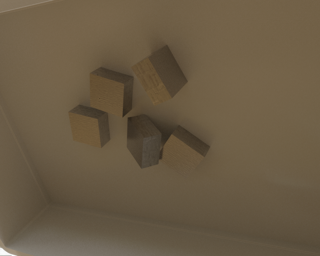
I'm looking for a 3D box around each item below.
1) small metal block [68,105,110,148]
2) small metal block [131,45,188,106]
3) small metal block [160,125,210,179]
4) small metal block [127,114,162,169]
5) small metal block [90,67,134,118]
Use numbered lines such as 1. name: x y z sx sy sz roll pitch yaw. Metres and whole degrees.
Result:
1. small metal block: -0.104 -0.003 0.460 0.050 0.025 0.050 13 124 20
2. small metal block: 0.001 -0.061 0.353 0.025 0.050 0.050 -21 107 35
3. small metal block: 0.030 0.032 0.412 0.050 0.025 0.050 35 129 4
4. small metal block: -0.023 0.017 0.413 0.050 0.025 0.050 49 142 46
5. small metal block: -0.064 -0.048 0.412 0.050 0.025 0.050 19 126 16
